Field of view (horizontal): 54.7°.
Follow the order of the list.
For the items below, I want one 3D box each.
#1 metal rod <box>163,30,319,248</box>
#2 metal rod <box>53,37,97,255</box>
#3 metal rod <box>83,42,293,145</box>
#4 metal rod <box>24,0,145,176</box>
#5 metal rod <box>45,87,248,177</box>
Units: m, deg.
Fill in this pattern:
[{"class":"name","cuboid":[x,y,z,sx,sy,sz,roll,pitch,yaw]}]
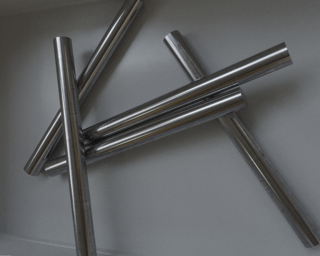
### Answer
[{"class":"metal rod","cuboid":[0.094,0.004,0.376,0.025,0.025,0.299,-36,79,16]},{"class":"metal rod","cuboid":[-0.115,0.023,0.416,0.025,0.025,0.298,-11,82,19]},{"class":"metal rod","cuboid":[0.008,-0.030,0.386,0.300,0.025,0.025,-21,83,26]},{"class":"metal rod","cuboid":[-0.115,-0.054,0.449,0.025,0.025,0.299,38,102,15]},{"class":"metal rod","cuboid":[-0.035,0.014,0.406,0.300,0.025,0.025,-21,83,24]}]
